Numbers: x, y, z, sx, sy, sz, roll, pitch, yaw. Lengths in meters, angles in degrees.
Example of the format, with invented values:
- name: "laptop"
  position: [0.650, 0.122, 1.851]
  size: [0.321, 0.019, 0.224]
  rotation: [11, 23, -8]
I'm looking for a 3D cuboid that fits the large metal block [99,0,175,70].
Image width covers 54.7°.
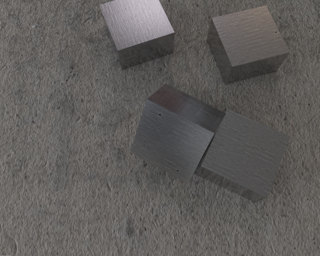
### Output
- name: "large metal block"
  position: [-0.032, -0.141, 0.446]
  size: [0.080, 0.050, 0.080]
  rotation: [-20, 71, -7]

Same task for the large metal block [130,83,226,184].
- name: "large metal block"
  position: [0.020, 0.006, 0.368]
  size: [0.080, 0.079, 0.050]
  rotation: [28, 36, 11]

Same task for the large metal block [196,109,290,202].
- name: "large metal block"
  position: [0.100, 0.035, 0.383]
  size: [0.080, 0.050, 0.080]
  rotation: [25, 72, 8]

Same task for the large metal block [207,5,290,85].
- name: "large metal block"
  position: [0.121, -0.117, 0.438]
  size: [0.081, 0.050, 0.080]
  rotation: [-15, 71, -6]
